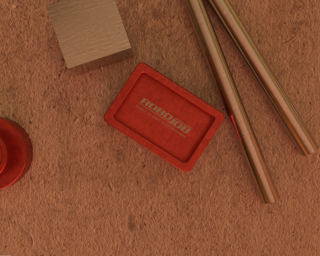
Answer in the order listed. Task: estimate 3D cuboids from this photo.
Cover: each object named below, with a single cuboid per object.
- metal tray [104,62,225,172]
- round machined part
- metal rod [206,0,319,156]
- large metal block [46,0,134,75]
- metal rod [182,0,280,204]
[{"bbox_3d":[0.005,-0.014,0.407,0.130,0.030,0.090,33,90,-1],"label":"metal tray"},{"bbox_3d":[-0.222,0.033,0.399,0.099,0.042,0.097,0,90,-1],"label":"round machined part"},{"bbox_3d":[0.121,-0.097,0.411,0.025,0.025,0.299,-32,90,0],"label":"metal rod"},{"bbox_3d":[-0.086,-0.122,0.396,0.080,0.050,0.080,-19,90,-1],"label":"large metal block"},{"bbox_3d":[0.092,-0.044,0.411,0.025,0.025,0.299,-21,90,0],"label":"metal rod"}]
